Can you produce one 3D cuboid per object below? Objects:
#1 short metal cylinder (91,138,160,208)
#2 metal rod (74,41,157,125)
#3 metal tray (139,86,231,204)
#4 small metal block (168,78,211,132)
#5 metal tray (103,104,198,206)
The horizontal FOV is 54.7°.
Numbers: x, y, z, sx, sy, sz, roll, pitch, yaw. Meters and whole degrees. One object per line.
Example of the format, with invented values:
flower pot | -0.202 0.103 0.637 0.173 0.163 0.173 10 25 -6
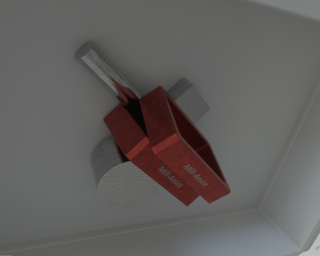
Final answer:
short metal cylinder | -0.043 0.055 0.395 0.081 0.050 0.079 -11 129 -14
metal rod | 0.003 0.002 0.413 0.025 0.025 0.300 -43 130 1
metal tray | 0.031 0.022 0.364 0.030 0.090 0.130 -32 131 14
small metal block | 0.031 -0.029 0.407 0.050 0.025 0.050 -42 130 0
metal tray | -0.006 0.035 0.384 0.030 0.090 0.130 -43 130 1
